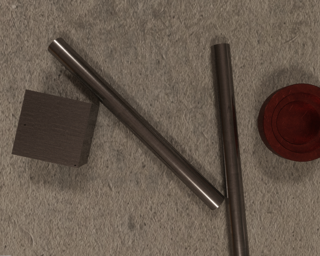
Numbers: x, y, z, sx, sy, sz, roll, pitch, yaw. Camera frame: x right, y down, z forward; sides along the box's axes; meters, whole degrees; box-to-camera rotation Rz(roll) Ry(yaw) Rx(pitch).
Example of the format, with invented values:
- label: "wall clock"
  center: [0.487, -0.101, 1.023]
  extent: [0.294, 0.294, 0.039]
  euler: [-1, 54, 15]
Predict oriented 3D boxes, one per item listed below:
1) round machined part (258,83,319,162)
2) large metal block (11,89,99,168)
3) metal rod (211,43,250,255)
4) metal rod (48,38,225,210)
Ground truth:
- label: "round machined part"
  center: [0.176, -0.007, 0.404]
  extent: [0.099, 0.042, 0.097]
  euler: [0, 90, -1]
- label: "large metal block"
  center: [-0.130, 0.001, 0.396]
  extent: [0.080, 0.050, 0.080]
  euler: [12, 90, -1]
- label: "metal rod"
  center: [0.094, 0.040, 0.411]
  extent: [0.025, 0.025, 0.298]
  euler: [-5, 90, -1]
- label: "metal rod"
  center: [-0.031, -0.005, 0.409]
  extent: [0.300, 0.025, 0.025]
  euler: [44, 90, -1]
